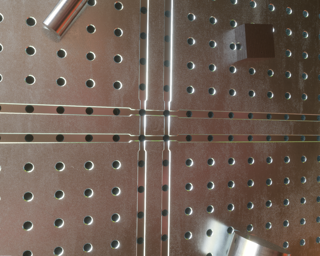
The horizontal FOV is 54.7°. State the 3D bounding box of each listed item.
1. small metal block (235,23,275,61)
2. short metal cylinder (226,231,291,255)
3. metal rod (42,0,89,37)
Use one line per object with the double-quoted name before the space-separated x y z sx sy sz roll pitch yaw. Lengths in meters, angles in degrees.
"small metal block" 0.143 -0.128 0.467 0.050 0.025 0.050 -6 92 -20
"short metal cylinder" 0.136 0.185 0.436 0.080 0.080 0.050 21 83 -19
"metal rod" -0.042 -0.238 0.379 0.025 0.025 0.300 37 85 -17
